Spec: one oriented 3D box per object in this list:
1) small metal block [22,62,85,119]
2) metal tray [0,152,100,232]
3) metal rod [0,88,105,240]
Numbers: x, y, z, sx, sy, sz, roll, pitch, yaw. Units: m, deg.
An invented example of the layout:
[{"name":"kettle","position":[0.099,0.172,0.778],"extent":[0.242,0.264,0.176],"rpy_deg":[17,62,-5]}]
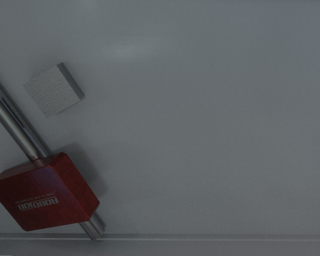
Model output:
[{"name":"small metal block","position":[-0.133,-0.048,0.392],"extent":[0.050,0.025,0.050],"rpy_deg":[-28,108,9]},{"name":"metal tray","position":[-0.157,0.089,0.415],"extent":[0.130,0.030,0.090],"rpy_deg":[-18,112,28]},{"name":"metal rod","position":[-0.166,0.037,0.422],"extent":[0.025,0.025,0.299],"rpy_deg":[-27,108,9]}]
